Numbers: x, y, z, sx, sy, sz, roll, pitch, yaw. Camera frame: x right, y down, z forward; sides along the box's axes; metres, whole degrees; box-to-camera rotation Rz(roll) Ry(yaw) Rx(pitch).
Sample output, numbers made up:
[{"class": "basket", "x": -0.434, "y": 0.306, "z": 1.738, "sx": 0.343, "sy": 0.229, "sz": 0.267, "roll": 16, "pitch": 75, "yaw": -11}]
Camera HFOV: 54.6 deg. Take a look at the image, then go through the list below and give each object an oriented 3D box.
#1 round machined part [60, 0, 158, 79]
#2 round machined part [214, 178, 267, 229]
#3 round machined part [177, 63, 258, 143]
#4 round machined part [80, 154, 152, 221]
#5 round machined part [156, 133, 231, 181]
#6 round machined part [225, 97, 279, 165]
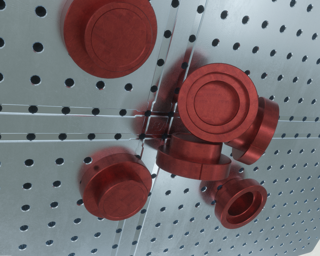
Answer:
[{"class": "round machined part", "x": -0.047, "y": -0.096, "z": 0.315, "sx": 0.099, "sy": 0.042, "sz": 0.097, "roll": -14, "pitch": 124, "yaw": -21}, {"class": "round machined part", "x": 0.139, "y": 0.129, "z": 0.555, "sx": 0.099, "sy": 0.042, "sz": 0.097, "roll": -14, "pitch": 124, "yaw": -21}, {"class": "round machined part", "x": 0.072, "y": -0.031, "z": 0.398, "sx": 0.098, "sy": 0.042, "sz": 0.097, "roll": 0, "pitch": 93, "yaw": 3}, {"class": "round machined part", "x": -0.055, "y": 0.087, "z": 0.423, "sx": 0.099, "sy": 0.042, "sz": 0.097, "roll": -14, "pitch": 124, "yaw": -21}, {"class": "round machined part", "x": 0.046, "y": 0.033, "z": 0.412, "sx": 0.099, "sy": 0.098, "sz": 0.042, "roll": 4, "pitch": 100, "yaw": -30}, {"class": "round machined part", "x": 0.124, "y": 0.000, "z": 0.442, "sx": 0.042, "sy": 0.098, "sz": 0.097, "roll": 23, "pitch": 110, "yaw": -1}]
